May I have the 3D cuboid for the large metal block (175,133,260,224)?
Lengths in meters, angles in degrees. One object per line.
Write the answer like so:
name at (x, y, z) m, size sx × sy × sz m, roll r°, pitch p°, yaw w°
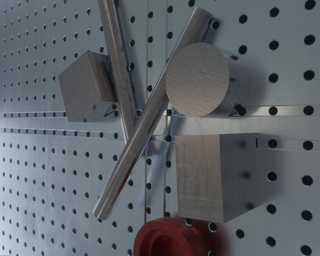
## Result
large metal block at (0.061, 0.046, 0.323) m, size 0.050 × 0.081 × 0.080 m, roll -4°, pitch 87°, yaw 40°

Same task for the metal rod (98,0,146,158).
metal rod at (-0.063, -0.102, 0.461) m, size 0.025 × 0.025 × 0.299 m, roll -20°, pitch 78°, yaw 38°

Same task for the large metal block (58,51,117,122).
large metal block at (-0.107, -0.061, 0.482) m, size 0.080 × 0.050 × 0.080 m, roll -26°, pitch 74°, yaw 37°

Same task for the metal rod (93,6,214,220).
metal rod at (-0.015, -0.009, 0.399) m, size 0.025 × 0.025 × 0.298 m, roll 36°, pitch 105°, yaw 34°

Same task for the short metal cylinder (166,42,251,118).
short metal cylinder at (0.053, -0.051, 0.349) m, size 0.080 × 0.050 × 0.079 m, roll 0°, pitch 90°, yaw 40°

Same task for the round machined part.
round machined part at (0.016, 0.159, 0.385) m, size 0.098 × 0.042 × 0.097 m, roll 0°, pitch 90°, yaw 40°
